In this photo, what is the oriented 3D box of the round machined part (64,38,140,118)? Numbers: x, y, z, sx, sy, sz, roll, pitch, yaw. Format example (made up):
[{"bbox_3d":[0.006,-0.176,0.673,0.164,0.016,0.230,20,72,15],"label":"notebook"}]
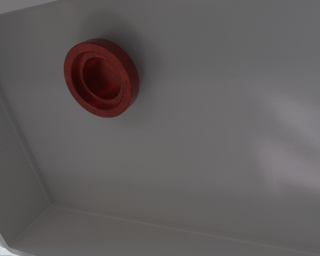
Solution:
[{"bbox_3d":[-0.069,-0.065,0.394,0.098,0.042,0.097,13,124,21],"label":"round machined part"}]
